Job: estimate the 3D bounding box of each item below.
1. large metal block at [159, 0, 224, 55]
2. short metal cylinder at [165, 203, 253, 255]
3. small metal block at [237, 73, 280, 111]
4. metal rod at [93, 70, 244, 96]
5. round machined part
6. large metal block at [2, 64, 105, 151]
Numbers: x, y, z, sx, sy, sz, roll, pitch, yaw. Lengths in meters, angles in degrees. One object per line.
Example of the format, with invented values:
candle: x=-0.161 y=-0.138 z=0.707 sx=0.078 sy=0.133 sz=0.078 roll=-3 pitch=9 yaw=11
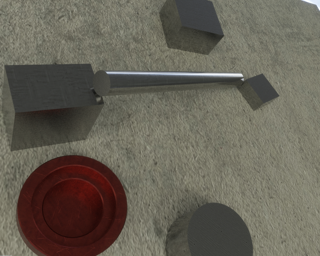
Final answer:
large metal block: x=0.052 y=-0.177 z=0.526 sx=0.081 sy=0.050 sz=0.080 roll=3 pitch=60 yaw=-27
short metal cylinder: x=0.053 y=0.128 z=0.340 sx=0.081 sy=0.050 sz=0.080 roll=14 pitch=56 yaw=-21
small metal block: x=0.170 y=-0.063 z=0.537 sx=0.050 sy=0.025 sz=0.050 roll=-22 pitch=74 yaw=-36
metal rod: x=0.038 y=-0.063 z=0.412 sx=0.302 sy=0.025 sz=0.025 roll=-12 pitch=67 yaw=-51
round machined part: x=-0.085 y=0.079 z=0.300 sx=0.099 sy=0.042 sz=0.098 roll=14 pitch=56 yaw=-21
large metal block: x=-0.114 y=-0.021 z=0.321 sx=0.081 sy=0.080 sz=0.050 roll=-9 pitch=66 yaw=-32
